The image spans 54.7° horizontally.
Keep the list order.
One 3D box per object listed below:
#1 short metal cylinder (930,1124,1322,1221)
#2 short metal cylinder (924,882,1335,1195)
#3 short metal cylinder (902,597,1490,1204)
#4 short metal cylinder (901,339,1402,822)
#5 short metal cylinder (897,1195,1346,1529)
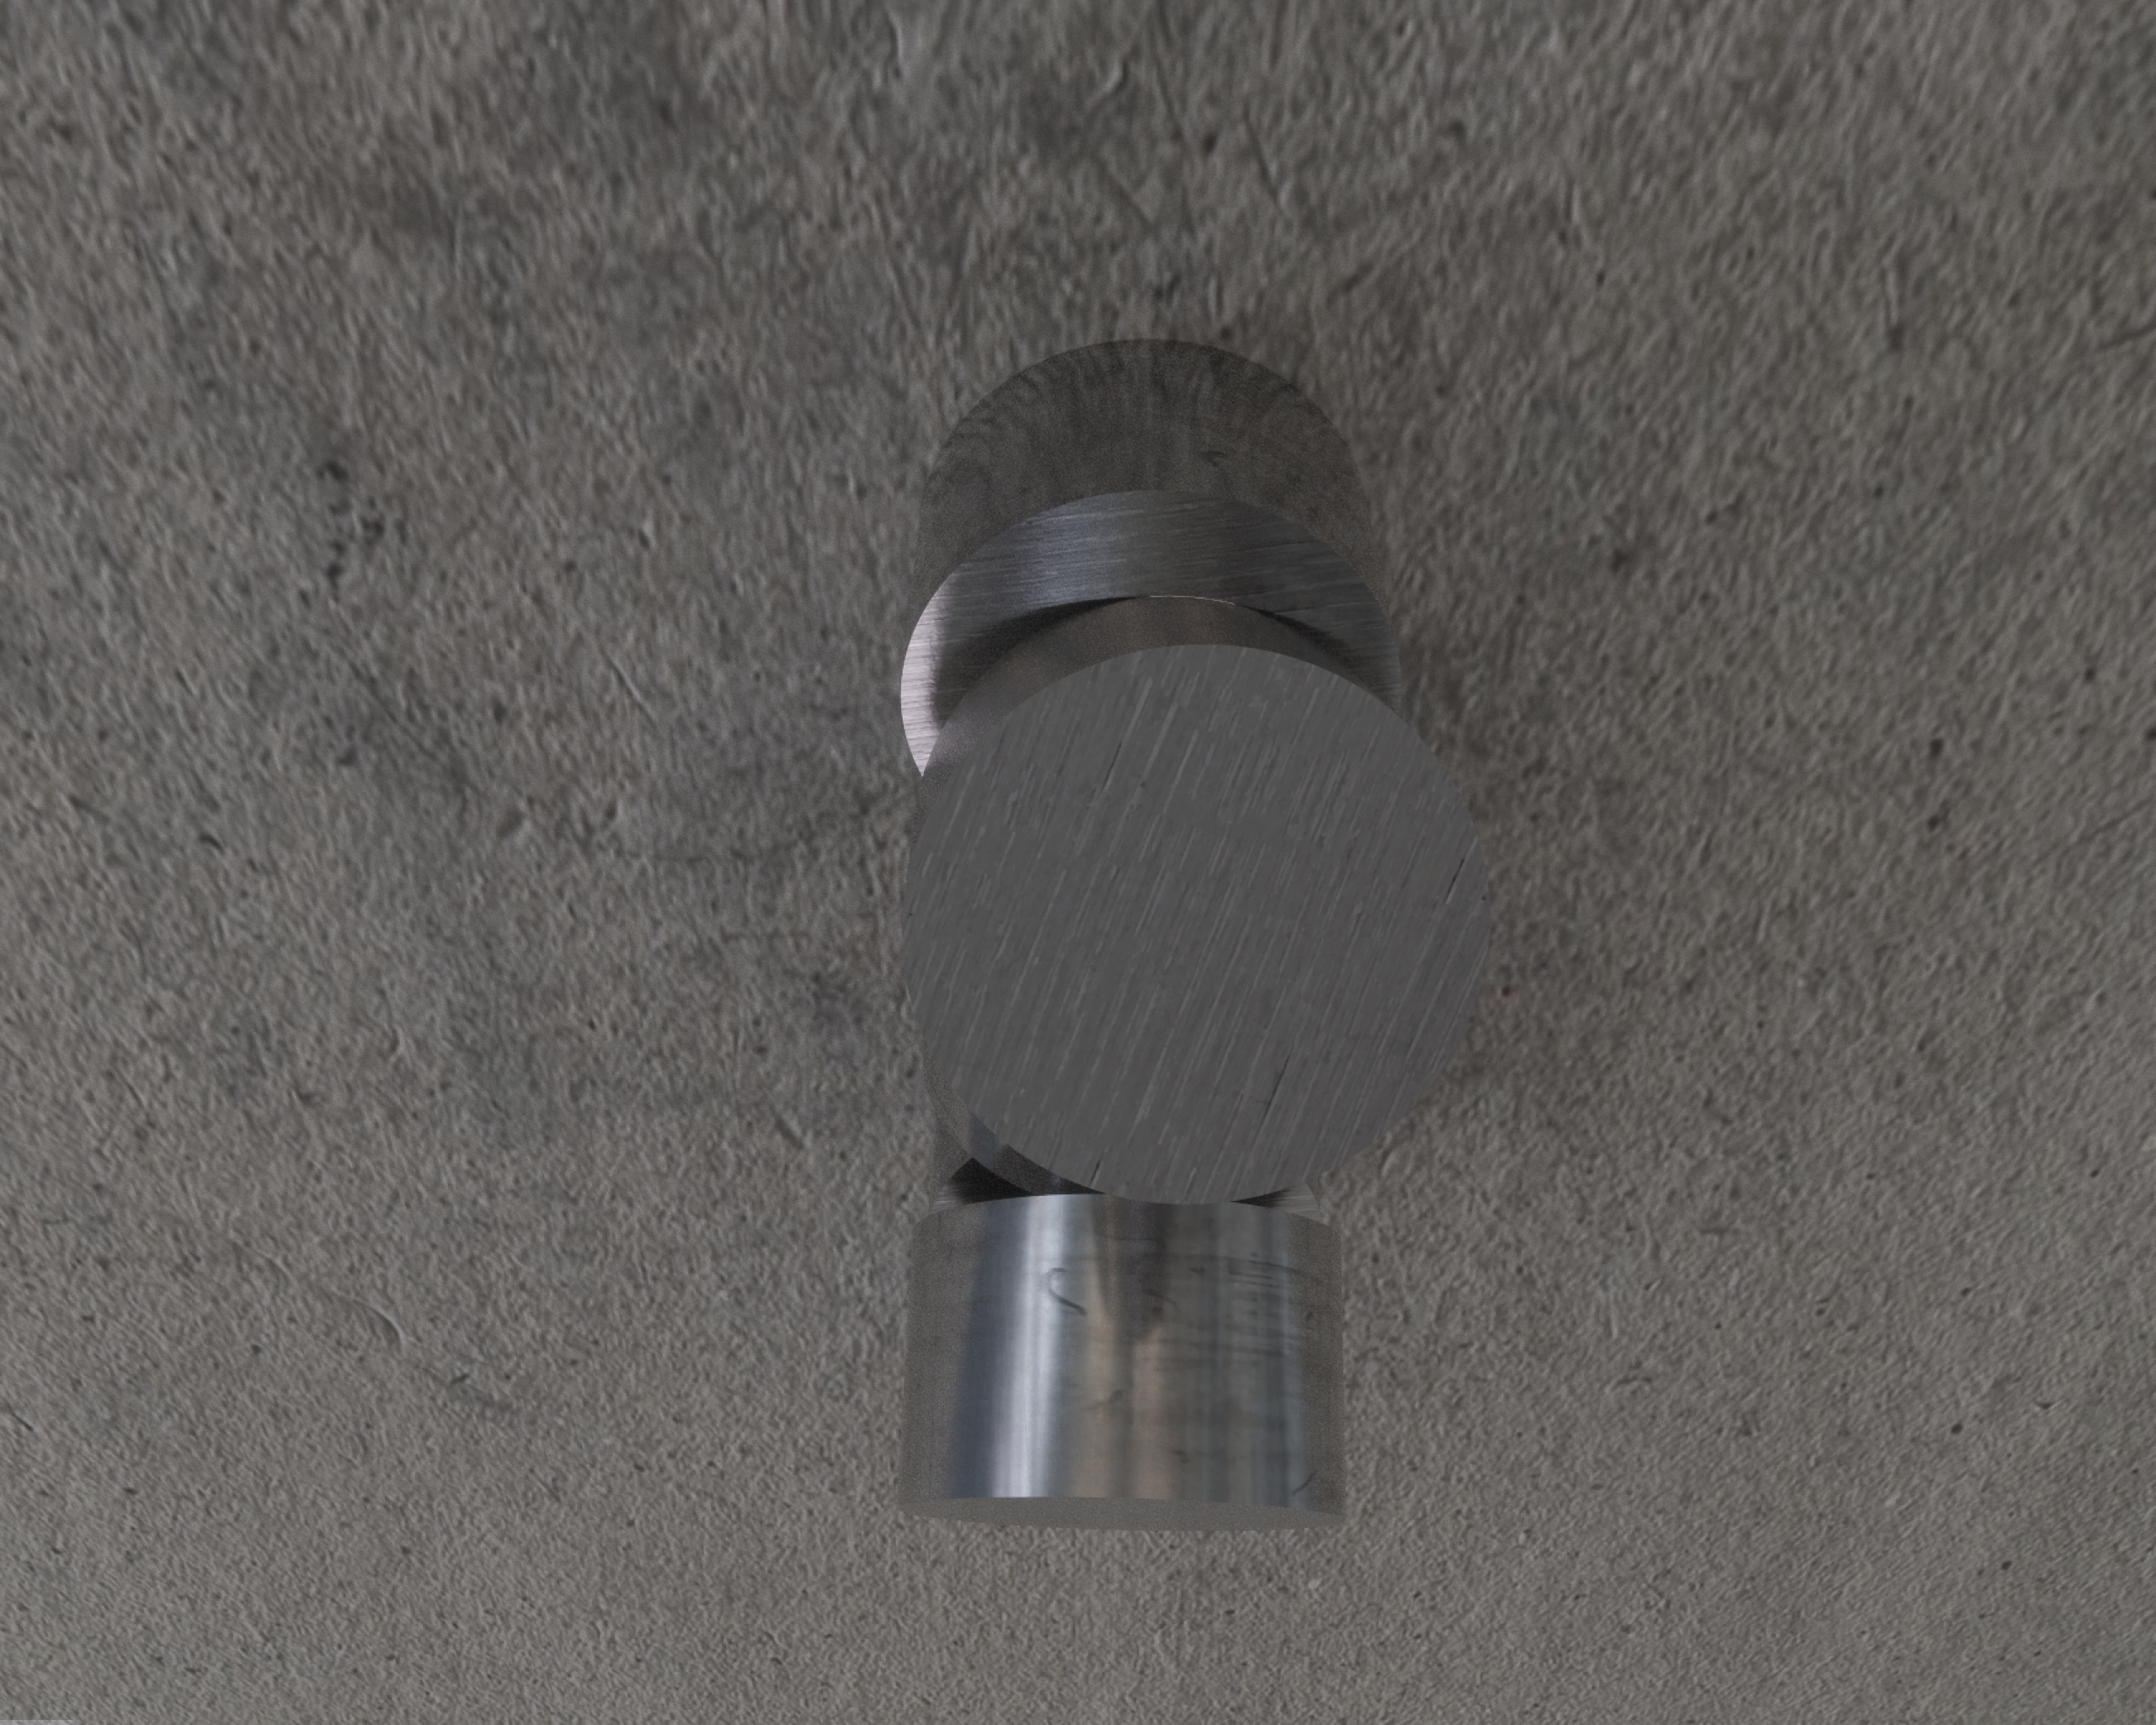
[{"bbox_3d":[0.010,0.061,0.443,0.081,0.050,0.079,0,130,0],"label":"short metal cylinder"},{"bbox_3d":[0.011,0.018,0.386,0.081,0.080,0.050,1,130,-1],"label":"short metal cylinder"},{"bbox_3d":[0.015,0.003,0.309,0.081,0.050,0.079,-1,104,-3],"label":"short metal cylinder"},{"bbox_3d":[0.012,-0.041,0.356,0.081,0.050,0.079,0,130,0],"label":"short metal cylinder"},{"bbox_3d":[0.008,0.094,0.384,0.080,0.050,0.080,1,159,1],"label":"short metal cylinder"}]
